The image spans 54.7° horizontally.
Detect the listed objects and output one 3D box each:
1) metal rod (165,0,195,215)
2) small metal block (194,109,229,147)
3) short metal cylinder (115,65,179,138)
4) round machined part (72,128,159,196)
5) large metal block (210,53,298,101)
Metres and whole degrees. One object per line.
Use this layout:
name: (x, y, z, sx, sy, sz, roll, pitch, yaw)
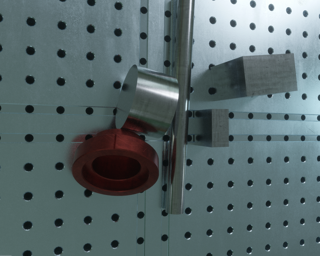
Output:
metal rod: (0.028, -0.035, 0.424, 0.025, 0.025, 0.298, 4, 89, -20)
small metal block: (0.070, 0.000, 0.427, 0.025, 0.050, 0.050, -1, 90, -20)
short metal cylinder: (-0.018, -0.031, 0.378, 0.050, 0.080, 0.080, 14, 85, -20)
round machined part: (-0.051, 0.038, 0.366, 0.099, 0.097, 0.042, 17, 45, -20)
large metal block: (0.128, -0.069, 0.432, 0.081, 0.080, 0.050, -8, 93, -20)
